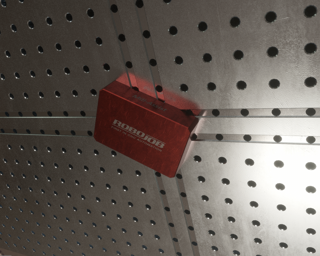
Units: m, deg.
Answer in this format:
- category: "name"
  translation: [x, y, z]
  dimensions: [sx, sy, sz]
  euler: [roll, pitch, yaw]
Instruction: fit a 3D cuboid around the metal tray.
- category: "metal tray"
  translation: [-0.023, 0.002, 0.420]
  dimensions: [0.130, 0.030, 0.089]
  euler: [25, 127, 12]
